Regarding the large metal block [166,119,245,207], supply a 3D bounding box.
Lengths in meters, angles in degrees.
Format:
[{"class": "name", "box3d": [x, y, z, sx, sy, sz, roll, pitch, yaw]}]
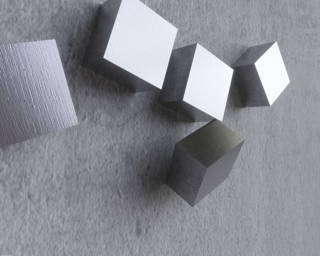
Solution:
[{"class": "large metal block", "box3d": [0.059, 0.046, 0.416, 0.081, 0.050, 0.079, -29, 145, -36]}]

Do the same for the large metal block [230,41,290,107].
[{"class": "large metal block", "box3d": [0.174, -0.092, 0.537, 0.080, 0.050, 0.080, -43, 117, -32]}]

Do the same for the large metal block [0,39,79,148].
[{"class": "large metal block", "box3d": [-0.131, -0.030, 0.279, 0.081, 0.050, 0.079, -21, 104, -38]}]

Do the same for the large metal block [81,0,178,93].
[{"class": "large metal block", "box3d": [-0.034, -0.095, 0.362, 0.080, 0.050, 0.080, 24, 75, -38]}]

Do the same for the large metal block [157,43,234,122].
[{"class": "large metal block", "box3d": [0.051, -0.059, 0.434, 0.080, 0.050, 0.080, 24, 75, -38]}]
